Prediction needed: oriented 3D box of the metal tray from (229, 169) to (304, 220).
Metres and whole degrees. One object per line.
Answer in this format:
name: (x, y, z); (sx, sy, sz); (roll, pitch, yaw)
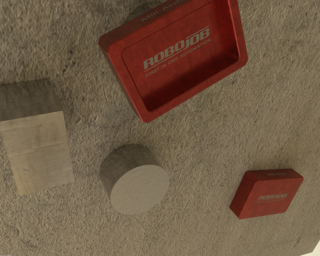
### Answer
metal tray: (0.205, 0.125, 0.593); (0.131, 0.030, 0.089); (2, 117, -30)

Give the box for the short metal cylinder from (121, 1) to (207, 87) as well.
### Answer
short metal cylinder: (0.004, -0.091, 0.336); (0.081, 0.050, 0.079); (-14, 124, -21)

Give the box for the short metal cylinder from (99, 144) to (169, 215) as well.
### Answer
short metal cylinder: (-0.035, 0.068, 0.414); (0.081, 0.050, 0.079); (-14, 124, -21)

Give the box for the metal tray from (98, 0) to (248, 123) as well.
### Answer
metal tray: (0.019, -0.074, 0.302); (0.131, 0.030, 0.090); (-31, 129, -8)

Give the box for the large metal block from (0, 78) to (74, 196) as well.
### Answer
large metal block: (-0.124, 0.005, 0.307); (0.050, 0.080, 0.079); (-12, 124, -22)
